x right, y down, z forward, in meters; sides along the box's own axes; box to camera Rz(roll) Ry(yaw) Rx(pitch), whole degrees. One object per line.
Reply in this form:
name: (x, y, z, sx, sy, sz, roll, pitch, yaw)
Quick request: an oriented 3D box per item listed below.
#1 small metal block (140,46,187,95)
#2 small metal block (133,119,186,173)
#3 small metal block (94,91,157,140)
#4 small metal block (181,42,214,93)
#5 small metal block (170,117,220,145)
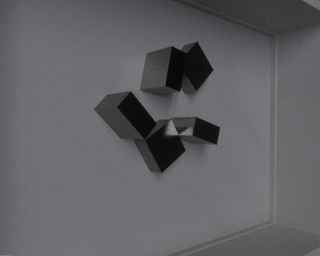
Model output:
small metal block: (0.004, -0.071, 0.393, 0.025, 0.050, 0.050, 16, 80, -39)
small metal block: (0.000, 0.023, 0.407, 0.050, 0.025, 0.050, -39, 114, -33)
small metal block: (-0.040, -0.013, 0.356, 0.050, 0.050, 0.025, 52, 60, -28)
small metal block: (0.044, -0.086, 0.443, 0.050, 0.025, 0.050, -51, 120, -28)
small metal block: (0.046, 0.004, 0.429, 0.050, 0.050, 0.025, 20, 77, -39)
